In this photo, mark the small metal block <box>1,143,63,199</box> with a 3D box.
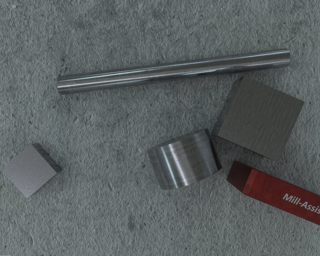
[{"bbox_3d":[-0.167,0.055,0.408,0.050,0.025,0.050,-41,91,0],"label":"small metal block"}]

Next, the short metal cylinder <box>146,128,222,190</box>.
[{"bbox_3d":[0.030,0.037,0.383,0.080,0.080,0.050,-21,90,0],"label":"short metal cylinder"}]

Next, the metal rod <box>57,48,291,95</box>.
[{"bbox_3d":[0.018,-0.075,0.410,0.302,0.025,0.025,-7,90,-1],"label":"metal rod"}]

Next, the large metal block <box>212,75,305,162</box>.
[{"bbox_3d":[0.122,-0.012,0.399,0.080,0.050,0.080,24,90,-1],"label":"large metal block"}]

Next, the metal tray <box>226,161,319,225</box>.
[{"bbox_3d":[0.156,0.082,0.379,0.131,0.090,0.030,22,90,-1],"label":"metal tray"}]
